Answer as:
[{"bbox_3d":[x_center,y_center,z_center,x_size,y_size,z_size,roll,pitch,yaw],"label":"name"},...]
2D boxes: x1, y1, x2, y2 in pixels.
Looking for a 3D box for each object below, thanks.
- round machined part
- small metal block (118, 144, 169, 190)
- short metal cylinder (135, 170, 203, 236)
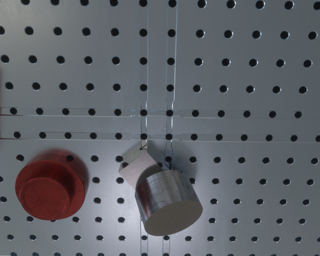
[{"bbox_3d":[-0.155,0.090,0.436,0.099,0.042,0.097,0,110,0],"label":"round machined part"},{"bbox_3d":[-0.022,0.060,0.435,0.050,0.025,0.050,-36,106,12],"label":"small metal block"},{"bbox_3d":[0.011,0.102,0.420,0.081,0.050,0.080,-13,135,-13],"label":"short metal cylinder"}]
